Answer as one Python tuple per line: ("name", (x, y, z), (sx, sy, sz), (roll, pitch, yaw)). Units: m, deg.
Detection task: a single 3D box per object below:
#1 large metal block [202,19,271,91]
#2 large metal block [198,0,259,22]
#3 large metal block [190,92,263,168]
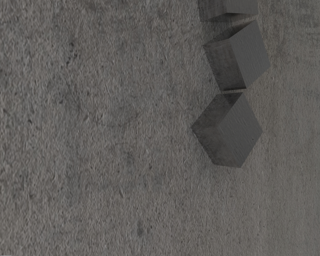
("large metal block", (0.124, -0.114, 0.492), (0.080, 0.050, 0.080), (-39, 114, -33))
("large metal block", (0.102, -0.209, 0.473), (0.081, 0.050, 0.079), (-15, 100, -39))
("large metal block", (0.105, 0.003, 0.476), (0.080, 0.050, 0.080), (-49, 119, -29))
